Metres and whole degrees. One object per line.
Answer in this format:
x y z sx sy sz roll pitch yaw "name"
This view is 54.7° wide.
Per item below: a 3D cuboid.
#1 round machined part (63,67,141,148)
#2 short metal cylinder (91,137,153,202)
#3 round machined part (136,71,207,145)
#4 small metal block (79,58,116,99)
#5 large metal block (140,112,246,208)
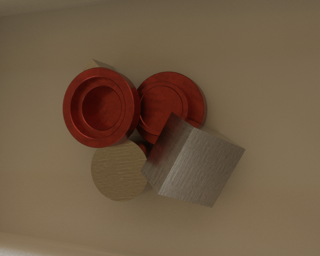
-0.069 -0.025 0.392 0.098 0.042 0.097 0 90 19 "round machined part"
-0.043 0.052 0.409 0.080 0.050 0.079 0 90 19 "short metal cylinder"
0.008 -0.024 0.394 0.098 0.042 0.097 0 90 19 "round machined part"
-0.087 -0.063 0.424 0.025 0.050 0.050 46 104 14 "small metal block"
0.037 0.038 0.359 0.080 0.080 0.050 -63 32 9 "large metal block"
